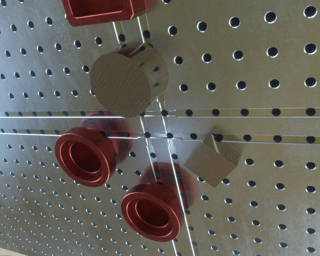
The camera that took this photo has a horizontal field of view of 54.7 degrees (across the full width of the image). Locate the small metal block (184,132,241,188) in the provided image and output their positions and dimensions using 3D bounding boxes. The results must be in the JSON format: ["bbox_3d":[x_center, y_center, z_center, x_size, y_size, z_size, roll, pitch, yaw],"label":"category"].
[{"bbox_3d":[0.067,0.042,0.401,0.050,0.025,0.050,36,129,3],"label":"small metal block"}]

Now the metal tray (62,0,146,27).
[{"bbox_3d":[-0.073,-0.181,0.332,0.090,0.030,0.129,2,120,26],"label":"metal tray"}]

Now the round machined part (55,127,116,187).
[{"bbox_3d":[-0.110,0.040,0.481,0.098,0.042,0.097,13,124,20],"label":"round machined part"}]

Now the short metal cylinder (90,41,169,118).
[{"bbox_3d":[-0.036,-0.059,0.376,0.080,0.050,0.079,13,124,20],"label":"short metal cylinder"}]

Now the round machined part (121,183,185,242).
[{"bbox_3d":[-0.007,0.125,0.480,0.098,0.042,0.097,13,124,20],"label":"round machined part"}]
